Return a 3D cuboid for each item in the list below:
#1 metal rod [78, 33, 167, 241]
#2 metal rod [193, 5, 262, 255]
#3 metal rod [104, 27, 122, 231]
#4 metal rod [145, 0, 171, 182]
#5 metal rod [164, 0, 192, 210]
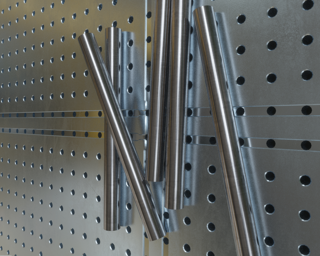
[{"bbox_3d":[-0.055,0.006,0.430,0.025,0.025,0.299,-27,80,36],"label":"metal rod"},{"bbox_3d":[0.074,0.008,0.346,0.025,0.025,0.298,-15,81,39],"label":"metal rod"},{"bbox_3d":[-0.071,0.002,0.465,0.025,0.025,0.298,1,91,39],"label":"metal rod"},{"bbox_3d":[0.001,-0.080,0.406,0.025,0.025,0.298,6,94,39],"label":"metal rod"},{"bbox_3d":[0.023,-0.049,0.388,0.025,0.025,0.298,3,92,39],"label":"metal rod"}]
